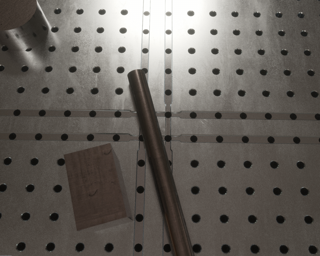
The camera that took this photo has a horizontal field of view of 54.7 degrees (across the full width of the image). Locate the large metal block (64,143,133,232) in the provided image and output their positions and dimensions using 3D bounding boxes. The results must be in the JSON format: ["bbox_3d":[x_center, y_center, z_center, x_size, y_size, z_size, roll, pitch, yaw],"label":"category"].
[{"bbox_3d":[-0.068,0.072,0.356,0.050,0.080,0.080,-14,71,-5],"label":"large metal block"}]

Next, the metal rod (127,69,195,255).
[{"bbox_3d":[0.003,0.060,0.389,0.025,0.025,0.299,-13,71,-5],"label":"metal rod"}]

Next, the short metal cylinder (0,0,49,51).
[{"bbox_3d":[-0.212,-0.161,0.455,0.081,0.050,0.080,0,70,-1],"label":"short metal cylinder"}]
